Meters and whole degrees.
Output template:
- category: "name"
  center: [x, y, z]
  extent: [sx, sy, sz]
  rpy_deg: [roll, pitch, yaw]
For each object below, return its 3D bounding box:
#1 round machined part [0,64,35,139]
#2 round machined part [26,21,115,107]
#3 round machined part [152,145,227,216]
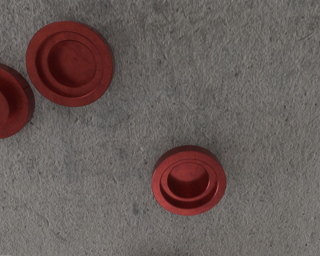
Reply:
- category: "round machined part"
  center: [-0.214, -0.031, 0.387]
  extent: [0.099, 0.042, 0.097]
  rpy_deg: [0, 110, 0]
- category: "round machined part"
  center: [-0.103, -0.078, 0.371]
  extent: [0.099, 0.042, 0.097]
  rpy_deg: [0, 110, 0]
- category: "round machined part"
  center: [0.038, 0.068, 0.426]
  extent: [0.099, 0.042, 0.097]
  rpy_deg: [0, 110, 0]
